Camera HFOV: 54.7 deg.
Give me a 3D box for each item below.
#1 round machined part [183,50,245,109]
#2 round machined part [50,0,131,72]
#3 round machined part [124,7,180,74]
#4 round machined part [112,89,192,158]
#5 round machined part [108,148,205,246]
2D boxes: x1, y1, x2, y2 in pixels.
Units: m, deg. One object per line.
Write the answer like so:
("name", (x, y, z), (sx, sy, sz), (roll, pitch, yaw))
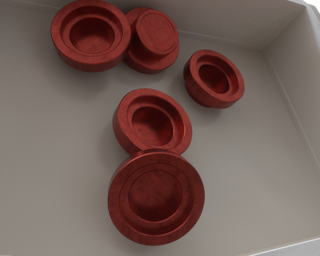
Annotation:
("round machined part", (0.079, -0.071, 0.483), (0.099, 0.042, 0.098), (14, 56, -21))
("round machined part", (-0.088, -0.115, 0.406), (0.099, 0.042, 0.098), (3, 70, -8))
("round machined part", (-0.012, -0.132, 0.452), (0.099, 0.042, 0.098), (6, 77, -29))
("round machined part", (-0.013, 0.002, 0.387), (0.099, 0.042, 0.098), (15, 54, -21))
("round machined part", (-0.006, 0.069, 0.330), (0.099, 0.042, 0.097), (-1, 97, -9))
